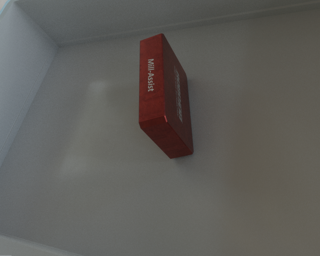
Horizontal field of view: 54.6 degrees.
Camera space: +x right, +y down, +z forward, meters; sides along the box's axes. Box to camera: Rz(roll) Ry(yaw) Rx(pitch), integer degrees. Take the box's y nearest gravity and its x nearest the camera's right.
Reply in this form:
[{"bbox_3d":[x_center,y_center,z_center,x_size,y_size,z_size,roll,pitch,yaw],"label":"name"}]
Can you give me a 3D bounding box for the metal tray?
[{"bbox_3d":[0.008,-0.039,0.381,0.030,0.090,0.130,-14,56,19],"label":"metal tray"}]
